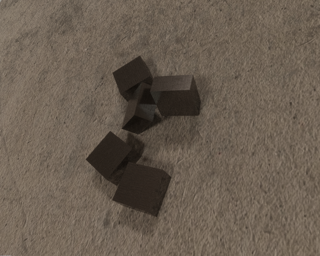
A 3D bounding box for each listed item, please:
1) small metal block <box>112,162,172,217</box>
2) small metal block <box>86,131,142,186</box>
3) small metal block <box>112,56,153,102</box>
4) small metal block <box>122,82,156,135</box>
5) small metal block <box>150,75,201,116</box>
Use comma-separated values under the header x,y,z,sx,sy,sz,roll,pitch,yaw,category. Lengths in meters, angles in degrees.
x,y,z,sx,sy,sz,roll,pitch,yaw,category
-0.021,0.072,0.369,0.050,0.025,0.050,9,66,31,small metal block
-0.062,0.040,0.410,0.050,0.025,0.050,33,80,38,small metal block
-0.039,-0.074,0.468,0.050,0.025,0.050,-30,52,8,small metal block
-0.026,-0.025,0.415,0.050,0.025,0.050,-39,35,57,small metal block
0.021,-0.040,0.396,0.050,0.050,0.025,0,55,20,small metal block
